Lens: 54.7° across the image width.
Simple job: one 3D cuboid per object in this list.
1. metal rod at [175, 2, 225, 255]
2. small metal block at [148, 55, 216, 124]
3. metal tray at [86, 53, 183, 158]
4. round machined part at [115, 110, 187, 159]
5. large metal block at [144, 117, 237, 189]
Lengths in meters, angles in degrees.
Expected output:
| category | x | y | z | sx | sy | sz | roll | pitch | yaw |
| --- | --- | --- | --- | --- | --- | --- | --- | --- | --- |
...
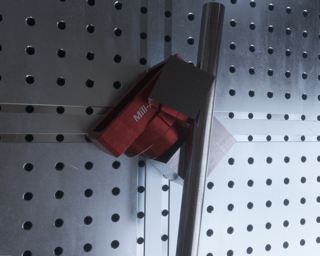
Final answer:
| category | x | y | z | sx | sy | sz | roll | pitch | yaw |
| --- | --- | --- | --- | --- | --- | --- | --- | --- | --- |
| metal rod | 0.044 | 0.011 | 0.345 | 0.025 | 0.025 | 0.298 | 7 | 88 | -20 |
| small metal block | 0.021 | -0.039 | 0.317 | 0.050 | 0.025 | 0.050 | 26 | 79 | 0 |
| metal tray | -0.027 | -0.026 | 0.369 | 0.030 | 0.090 | 0.130 | 45 | 76 | -15 |
| round machined part | -0.005 | -0.001 | 0.377 | 0.042 | 0.098 | 0.098 | 44 | 76 | -15 |
| large metal block | 0.036 | 0.027 | 0.395 | 0.050 | 0.080 | 0.080 | 45 | 76 | -15 |
